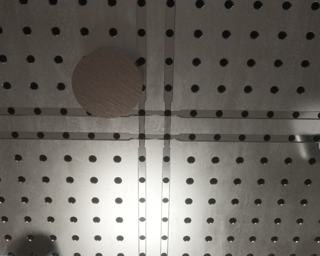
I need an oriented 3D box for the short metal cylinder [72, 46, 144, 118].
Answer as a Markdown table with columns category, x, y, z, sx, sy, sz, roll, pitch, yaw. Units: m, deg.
| category | x | y | z | sx | sy | sz | roll | pitch | yaw |
| --- | --- | --- | --- | --- | --- | --- | --- | --- | --- |
| short metal cylinder | -0.061 | -0.057 | 0.378 | 0.081 | 0.050 | 0.079 | 0 | 110 | -1 |
